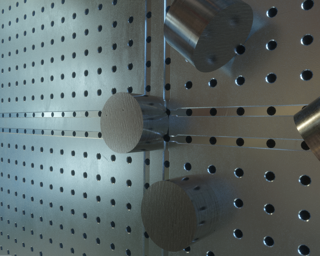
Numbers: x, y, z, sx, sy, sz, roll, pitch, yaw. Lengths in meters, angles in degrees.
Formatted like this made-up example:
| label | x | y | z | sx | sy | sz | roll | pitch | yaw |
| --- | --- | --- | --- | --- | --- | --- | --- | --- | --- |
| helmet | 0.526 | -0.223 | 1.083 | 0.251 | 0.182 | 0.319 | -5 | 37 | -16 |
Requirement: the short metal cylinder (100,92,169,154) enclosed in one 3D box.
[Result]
| label | x | y | z | sx | sy | sz | roll | pitch | yaw |
| --- | --- | --- | --- | --- | --- | --- | --- | --- | --- |
| short metal cylinder | -0.035 | -0.007 | 0.420 | 0.080 | 0.050 | 0.079 | 0 | 90 | 39 |

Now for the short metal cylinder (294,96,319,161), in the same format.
| label | x | y | z | sx | sy | sz | roll | pitch | yaw |
| --- | --- | --- | --- | --- | --- | --- | --- | --- | --- |
| short metal cylinder | 0.155 | 0.005 | 0.245 | 0.050 | 0.081 | 0.080 | -44 | 64 | 31 |

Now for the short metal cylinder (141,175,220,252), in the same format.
| label | x | y | z | sx | sy | sz | roll | pitch | yaw |
| --- | --- | --- | --- | --- | --- | --- | --- | --- | --- |
| short metal cylinder | 0.024 | 0.100 | 0.372 | 0.080 | 0.050 | 0.079 | 0 | 90 | 39 |

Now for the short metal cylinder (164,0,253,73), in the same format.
| label | x | y | z | sx | sy | sz | roll | pitch | yaw |
| --- | --- | --- | --- | --- | --- | --- | --- | --- | --- |
| short metal cylinder | 0.051 | -0.107 | 0.330 | 0.050 | 0.081 | 0.080 | 48 | 118 | 29 |
